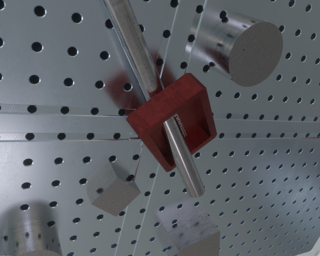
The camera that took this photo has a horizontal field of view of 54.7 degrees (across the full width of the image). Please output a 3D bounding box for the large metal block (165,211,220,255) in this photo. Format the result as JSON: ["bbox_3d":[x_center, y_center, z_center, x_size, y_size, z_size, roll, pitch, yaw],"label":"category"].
[{"bbox_3d":[0.059,0.209,0.557,0.081,0.050,0.079,-17,126,-19],"label":"large metal block"}]

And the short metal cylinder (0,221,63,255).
[{"bbox_3d":[-0.171,0.170,0.407,0.081,0.050,0.079,-14,124,-21],"label":"short metal cylinder"}]

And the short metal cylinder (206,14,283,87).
[{"bbox_3d":[0.106,-0.099,0.392,0.081,0.050,0.079,-14,124,-21],"label":"short metal cylinder"}]

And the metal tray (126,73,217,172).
[{"bbox_3d":[0.022,0.000,0.391,0.090,0.030,0.130,-37,150,-4],"label":"metal tray"}]

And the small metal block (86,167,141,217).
[{"bbox_3d":[-0.064,0.090,0.432,0.050,0.025,0.050,-45,129,3],"label":"small metal block"}]

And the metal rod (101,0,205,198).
[{"bbox_3d":[0.001,-0.026,0.371,0.025,0.025,0.299,-30,121,-10],"label":"metal rod"}]
